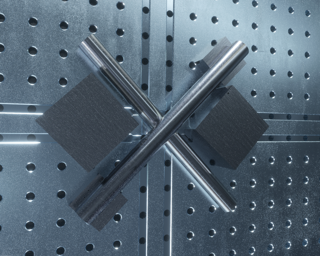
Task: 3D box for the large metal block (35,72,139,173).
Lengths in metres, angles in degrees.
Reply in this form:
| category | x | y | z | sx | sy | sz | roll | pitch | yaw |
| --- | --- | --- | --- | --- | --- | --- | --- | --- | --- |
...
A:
| category | x | y | z | sx | sy | sz | roll | pitch | yaw |
| --- | --- | --- | --- | --- | --- | --- | --- | --- | --- |
| large metal block | -0.086 | -0.006 | 0.368 | 0.080 | 0.050 | 0.080 | -45 | 104 | -14 |

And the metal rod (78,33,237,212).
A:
| category | x | y | z | sx | sy | sz | roll | pitch | yaw |
| --- | --- | --- | --- | --- | --- | --- | --- | --- | --- |
| metal rod | 0.005 | 0.003 | 0.413 | 0.025 | 0.025 | 0.300 | -45 | 104 | -14 |

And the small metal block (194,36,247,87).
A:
| category | x | y | z | sx | sy | sz | roll | pitch | yaw |
| --- | --- | --- | --- | --- | --- | --- | --- | --- | --- |
| small metal block | 0.087 | -0.093 | 0.445 | 0.050 | 0.025 | 0.050 | -46 | 104 | -14 |

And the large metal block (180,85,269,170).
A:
| category | x | y | z | sx | sy | sz | roll | pitch | yaw |
| --- | --- | --- | --- | --- | --- | --- | --- | --- | --- |
| large metal block | 0.089 | -0.001 | 0.432 | 0.080 | 0.050 | 0.080 | 45 | 76 | -15 |

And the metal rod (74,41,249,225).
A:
| category | x | y | z | sx | sy | sz | roll | pitch | yaw |
| --- | --- | --- | --- | --- | --- | --- | --- | --- | --- |
| metal rod | 0.012 | -0.004 | 0.390 | 0.301 | 0.025 | 0.025 | -47 | 105 | -14 |

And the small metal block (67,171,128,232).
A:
| category | x | y | z | sx | sy | sz | roll | pitch | yaw |
| --- | --- | --- | --- | --- | --- | --- | --- | --- | --- |
| small metal block | -0.077 | 0.090 | 0.384 | 0.050 | 0.025 | 0.050 | 46 | 76 | -14 |
